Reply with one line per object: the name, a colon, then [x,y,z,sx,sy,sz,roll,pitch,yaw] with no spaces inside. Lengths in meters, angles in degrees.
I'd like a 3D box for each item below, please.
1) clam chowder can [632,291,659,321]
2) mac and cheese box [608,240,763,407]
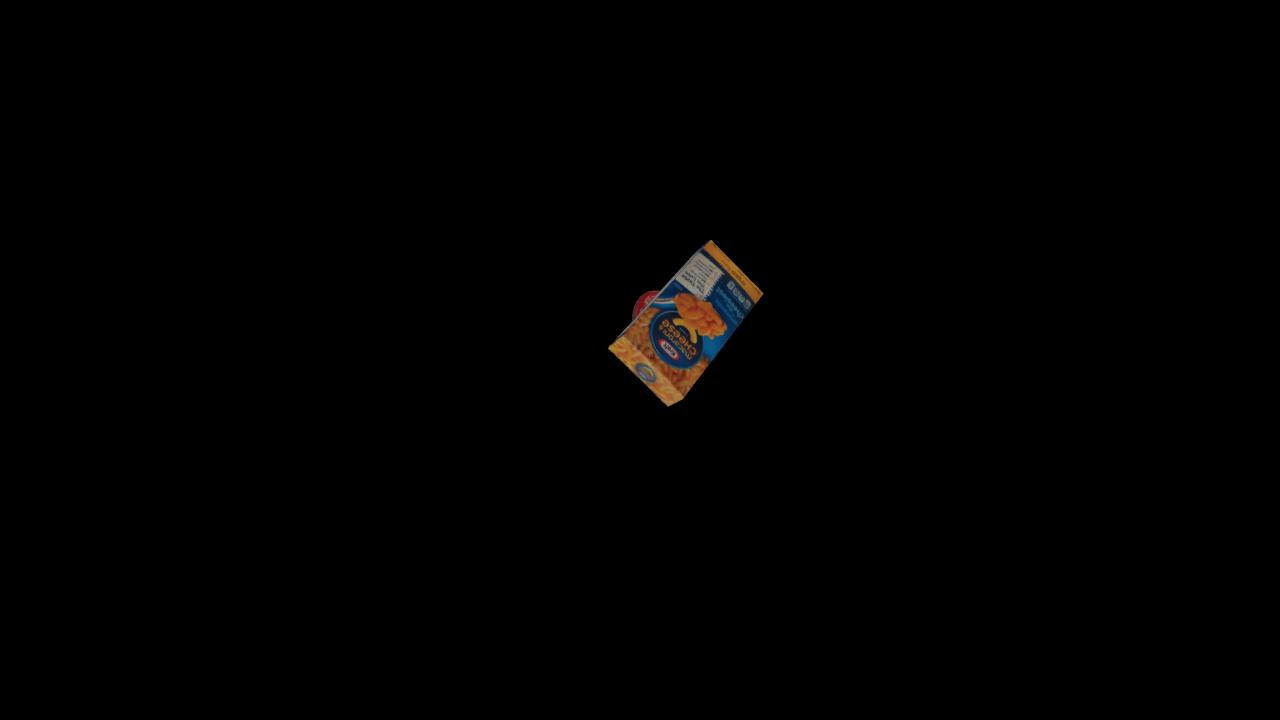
clam chowder can: [0.047,-0.049,0.725,0.068,0.068,0.102,0,4,-35]
mac and cheese box: [0.055,-0.045,0.679,0.184,0.093,0.041,-50,9,-33]
